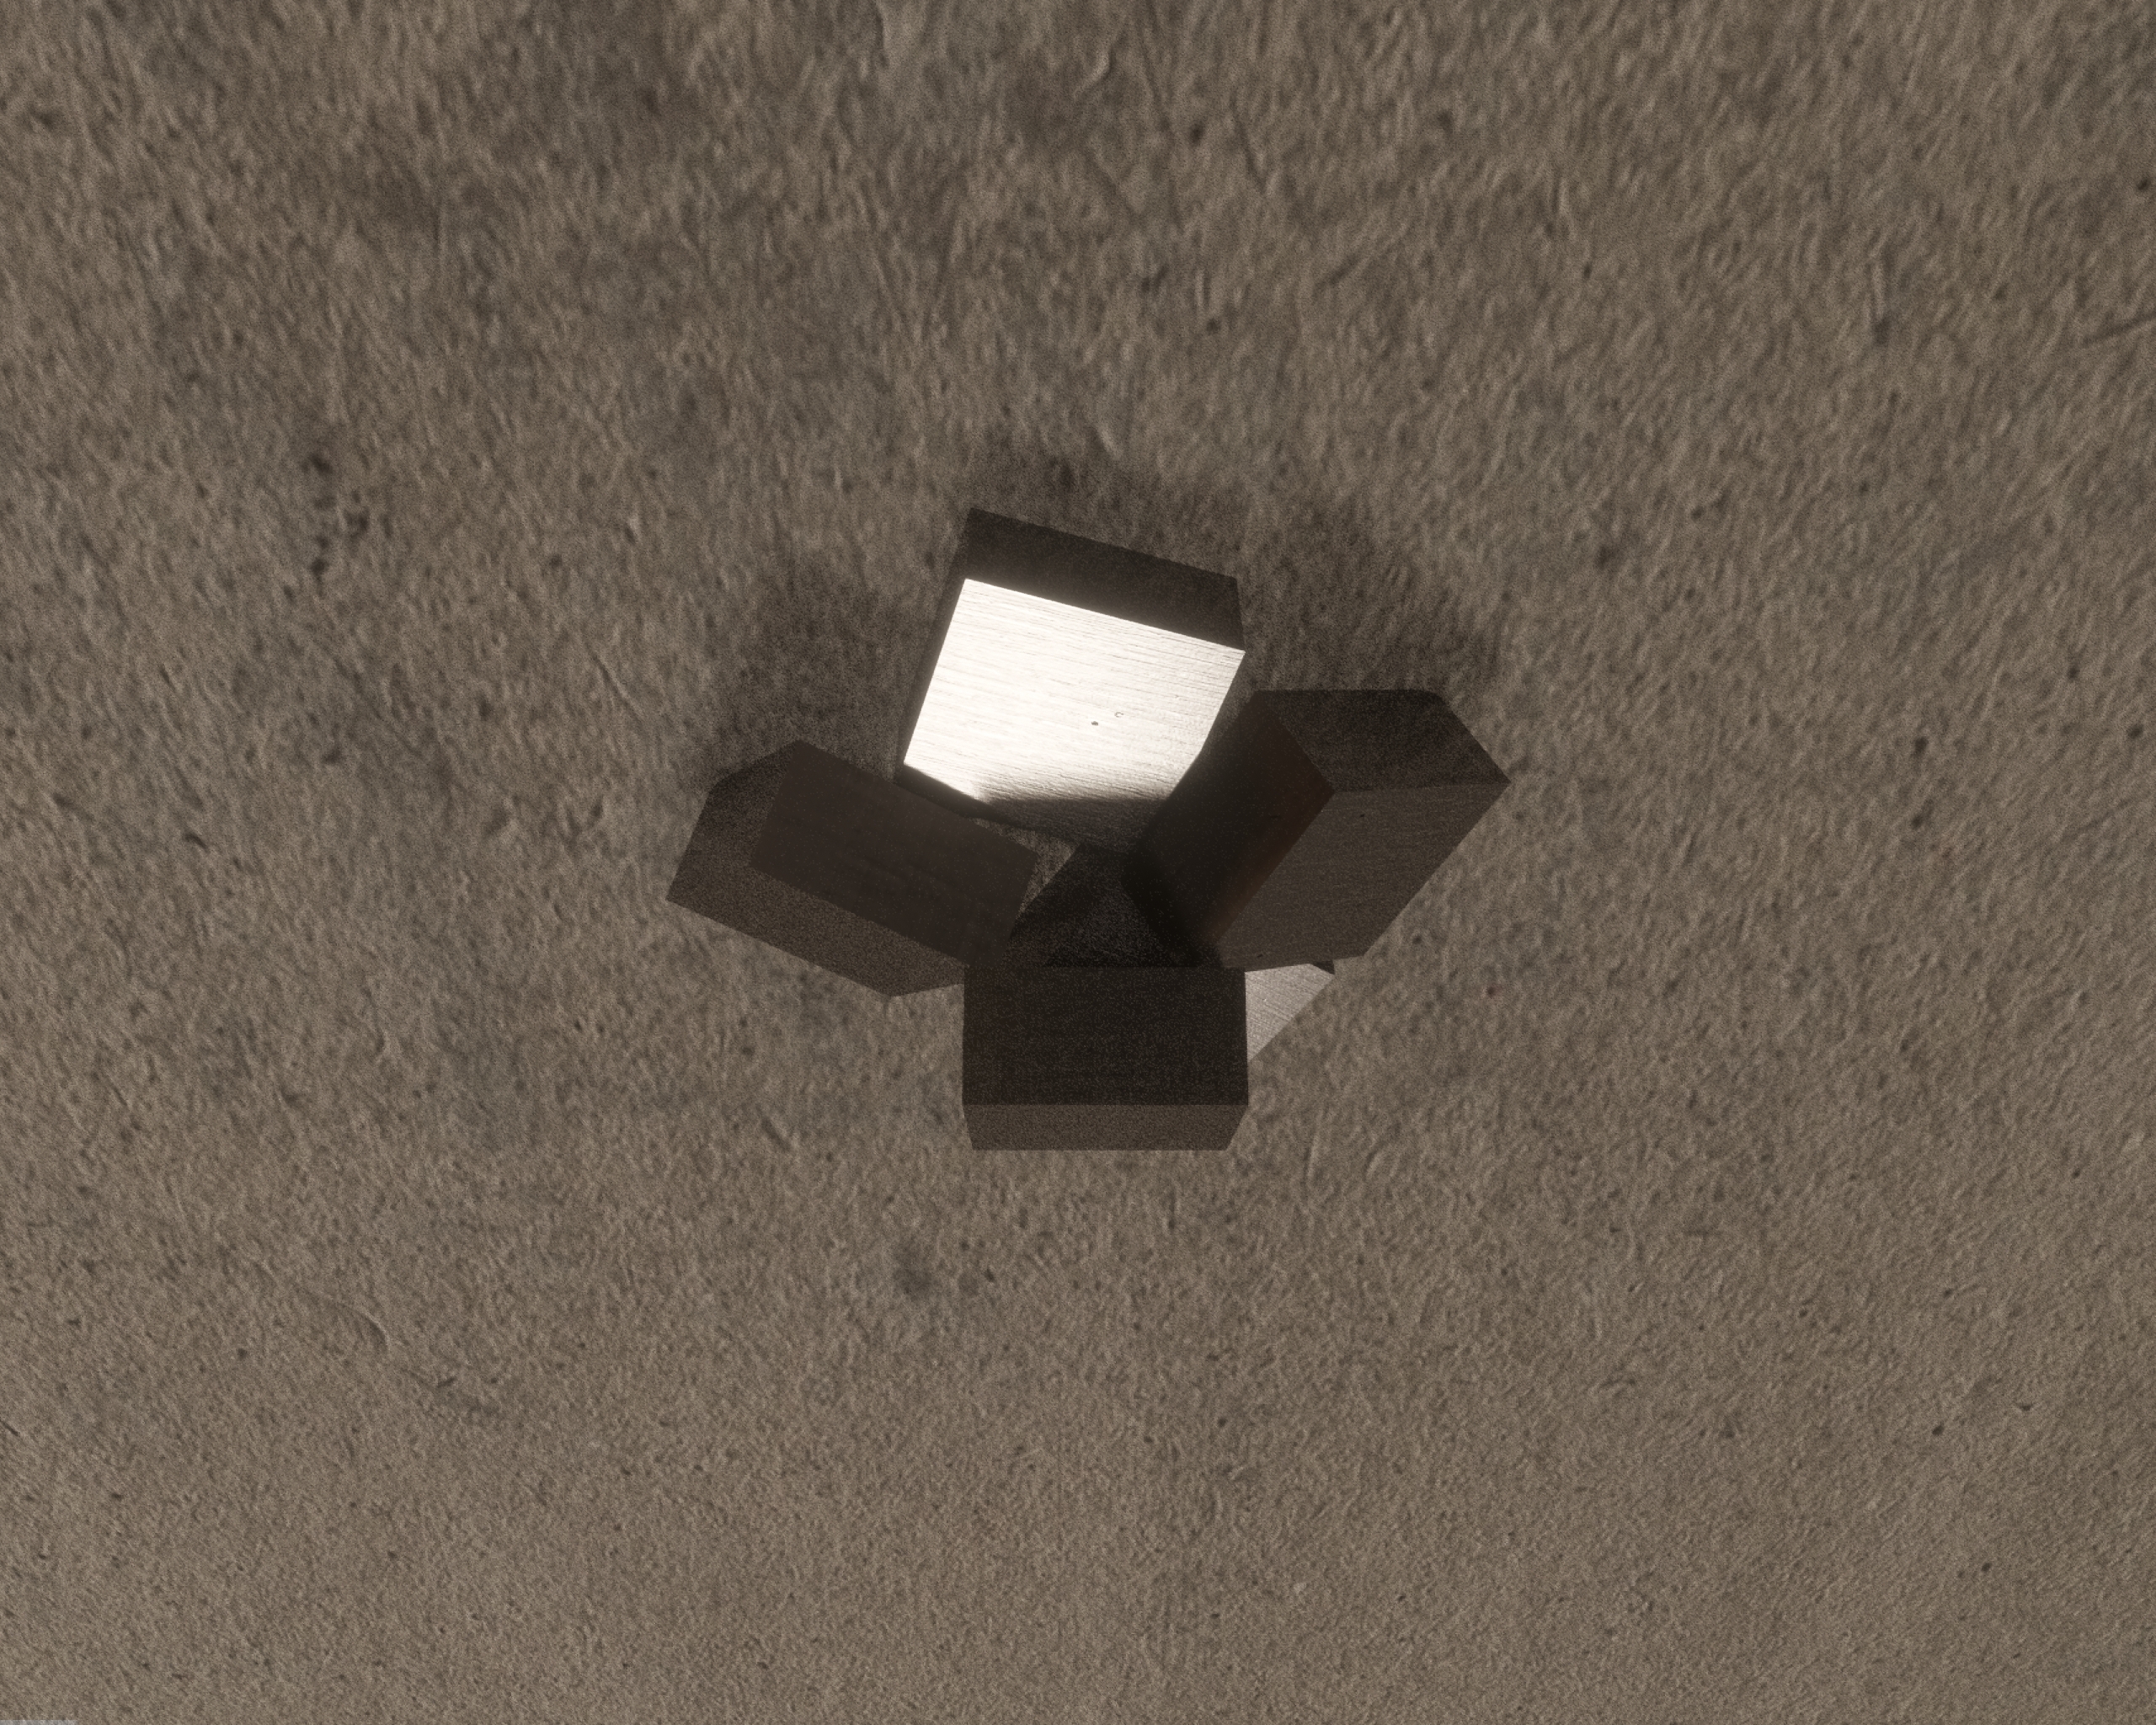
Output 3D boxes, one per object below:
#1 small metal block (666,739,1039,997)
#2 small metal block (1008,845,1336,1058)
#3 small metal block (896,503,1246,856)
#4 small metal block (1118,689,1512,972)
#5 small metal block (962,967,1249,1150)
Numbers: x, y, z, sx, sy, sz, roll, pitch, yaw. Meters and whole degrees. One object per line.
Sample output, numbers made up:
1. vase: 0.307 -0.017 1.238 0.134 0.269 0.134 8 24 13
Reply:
1. small metal block: -0.044 0.003 0.395 0.050 0.025 0.050 26 161 -22
2. small metal block: 0.016 0.020 0.427 0.050 0.025 0.050 26 125 -21
3. small metal block: -0.003 -0.032 0.382 0.050 0.025 0.050 13 129 -12
4. small metal block: 0.044 -0.006 0.390 0.050 0.025 0.050 -5 141 -43
5. small metal block: 0.005 0.038 0.393 0.050 0.025 0.050 0 163 -1
